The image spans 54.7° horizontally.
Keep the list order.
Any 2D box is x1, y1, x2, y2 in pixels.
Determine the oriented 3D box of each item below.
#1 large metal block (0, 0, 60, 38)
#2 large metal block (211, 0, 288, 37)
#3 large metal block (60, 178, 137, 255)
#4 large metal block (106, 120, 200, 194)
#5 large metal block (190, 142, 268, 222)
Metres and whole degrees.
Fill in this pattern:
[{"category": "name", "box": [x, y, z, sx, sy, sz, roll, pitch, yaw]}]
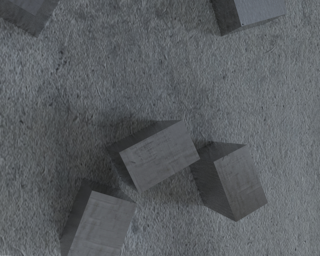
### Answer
[{"category": "large metal block", "box": [-0.136, -0.153, 0.329, 0.050, 0.080, 0.080, 29, 81, -18]}, {"category": "large metal block", "box": [0.122, -0.185, 0.440, 0.081, 0.050, 0.080, -21, 97, -19]}, {"category": "large metal block", "box": [-0.073, 0.109, 0.353, 0.050, 0.080, 0.080, 22, 83, -19]}, {"category": "large metal block", "box": [-0.012, 0.030, 0.375, 0.081, 0.080, 0.050, -27, 99, -18]}, {"category": "large metal block", "box": [0.085, 0.066, 0.411, 0.050, 0.080, 0.080, -24, 98, -18]}]
